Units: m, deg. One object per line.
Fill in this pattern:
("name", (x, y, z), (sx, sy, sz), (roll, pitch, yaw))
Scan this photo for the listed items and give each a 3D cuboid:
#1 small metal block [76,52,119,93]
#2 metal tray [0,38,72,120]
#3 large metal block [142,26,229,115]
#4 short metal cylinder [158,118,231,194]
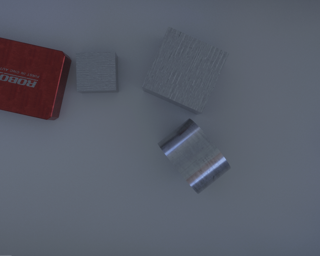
("small metal block", (-0.082, -0.073, 0.410), (0.050, 0.025, 0.050), (-2, 90, -1))
("metal tray", (-0.193, -0.067, 0.406), (0.131, 0.030, 0.089), (13, 90, -1))
("large metal block", (0.031, -0.071, 0.399), (0.080, 0.050, 0.080), (24, 90, -1))
("short metal cylinder", (0.042, 0.035, 0.385), (0.050, 0.080, 0.080), (-39, 91, 0))
